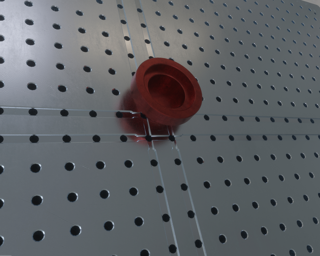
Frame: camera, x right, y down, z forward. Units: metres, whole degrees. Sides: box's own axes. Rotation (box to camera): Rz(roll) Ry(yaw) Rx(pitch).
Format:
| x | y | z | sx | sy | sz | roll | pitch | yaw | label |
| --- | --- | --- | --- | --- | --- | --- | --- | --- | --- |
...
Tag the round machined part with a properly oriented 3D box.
| x | y | z | sx | sy | sz | roll | pitch | yaw | label |
| --- | --- | --- | --- | --- | --- | --- | --- | --- | --- |
| 0.005 | -0.046 | 0.427 | 0.099 | 0.042 | 0.098 | 13 | 56 | -21 | round machined part |
